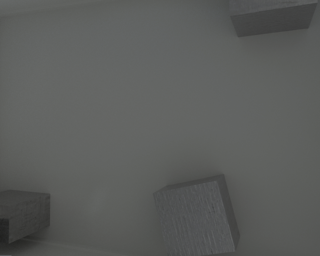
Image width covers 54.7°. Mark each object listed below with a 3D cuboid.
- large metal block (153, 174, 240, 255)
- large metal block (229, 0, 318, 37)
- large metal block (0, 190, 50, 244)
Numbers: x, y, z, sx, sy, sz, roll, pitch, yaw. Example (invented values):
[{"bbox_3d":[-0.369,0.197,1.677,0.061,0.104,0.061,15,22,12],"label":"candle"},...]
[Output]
[{"bbox_3d":[0.046,0.107,0.381,0.080,0.050,0.080,-15,85,19],"label":"large metal block"},{"bbox_3d":[0.121,-0.140,0.338,0.080,0.080,0.050,-2,90,20],"label":"large metal block"},{"bbox_3d":[-0.224,0.127,0.460,0.080,0.080,0.050,1,90,20],"label":"large metal block"}]
